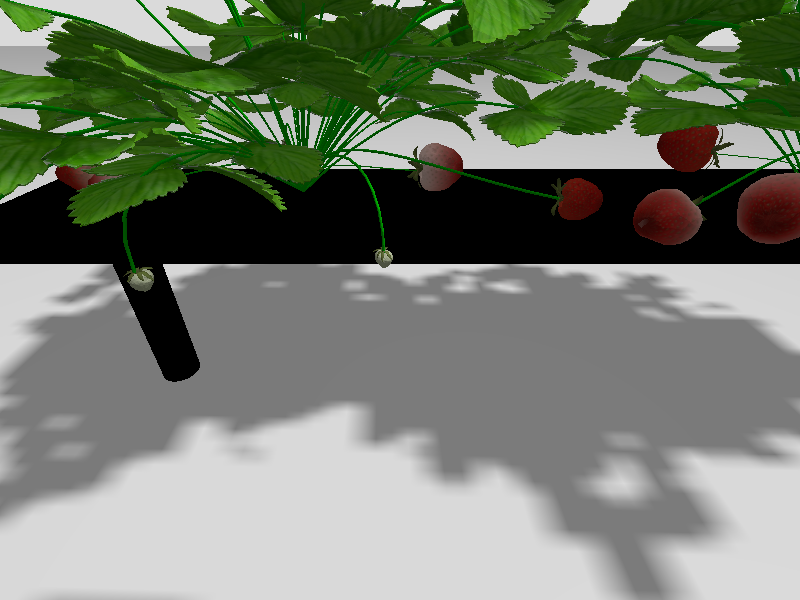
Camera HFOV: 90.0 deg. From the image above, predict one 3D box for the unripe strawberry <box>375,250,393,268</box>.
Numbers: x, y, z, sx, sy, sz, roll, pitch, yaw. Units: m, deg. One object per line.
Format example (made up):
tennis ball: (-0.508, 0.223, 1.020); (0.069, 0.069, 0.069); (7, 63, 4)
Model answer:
unripe strawberry: (-0.009, -0.024, 0.234); (0.010, 0.011, 0.011); (-17, 37, -23)

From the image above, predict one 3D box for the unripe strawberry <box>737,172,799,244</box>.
unripe strawberry: (0.245, -0.058, 0.260); (0.049, 0.048, 0.045); (-26, 42, -32)

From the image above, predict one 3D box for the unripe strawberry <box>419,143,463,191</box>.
unripe strawberry: (0.035, -0.114, 0.344); (0.039, 0.041, 0.036); (1, 34, 0)

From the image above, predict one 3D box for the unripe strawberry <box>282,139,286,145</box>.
unripe strawberry: (-0.140, -0.193, 0.492); (0.010, 0.011, 0.011); (-10, 17, -15)

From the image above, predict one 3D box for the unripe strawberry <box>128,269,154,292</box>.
unripe strawberry: (-0.138, -0.010, 0.214); (0.011, 0.012, 0.012); (10, 35, 15)

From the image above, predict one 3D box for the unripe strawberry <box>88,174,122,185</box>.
unripe strawberry: (-0.231, -0.092, 0.323); (0.034, 0.034, 0.032); (-7, 35, -9)

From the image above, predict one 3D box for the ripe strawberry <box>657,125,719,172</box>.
ripe strawberry: (0.287, -0.155, 0.404); (0.050, 0.050, 0.047); (27, 42, 35)

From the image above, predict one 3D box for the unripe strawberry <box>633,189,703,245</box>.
unripe strawberry: (0.171, -0.054, 0.261); (0.039, 0.034, 0.039); (-17, 38, -23)

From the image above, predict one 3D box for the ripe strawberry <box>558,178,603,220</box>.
ripe strawberry: (0.132, -0.073, 0.293); (0.030, 0.031, 0.028); (10, 35, 14)

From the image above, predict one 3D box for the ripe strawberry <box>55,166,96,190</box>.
ripe strawberry: (-0.281, -0.111, 0.350); (0.036, 0.034, 0.033); (0, 34, 1)
